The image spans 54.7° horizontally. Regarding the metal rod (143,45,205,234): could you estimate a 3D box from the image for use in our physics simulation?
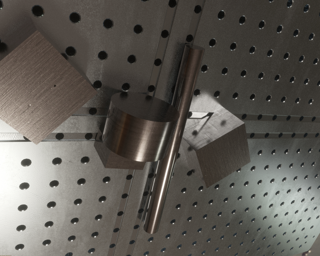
[{"bbox_3d":[0.014,0.033,0.440,0.025,0.025,0.298,-2,120,-28],"label":"metal rod"}]

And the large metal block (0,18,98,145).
[{"bbox_3d":[-0.123,-0.044,0.301,0.080,0.050,0.080,-41,130,-1],"label":"large metal block"}]

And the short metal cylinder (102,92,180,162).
[{"bbox_3d":[-0.023,-0.003,0.362,0.081,0.080,0.050,3,117,-30],"label":"short metal cylinder"}]

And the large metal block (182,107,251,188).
[{"bbox_3d":[0.082,0.029,0.460,0.080,0.050,0.080,-29,129,-11],"label":"large metal block"}]

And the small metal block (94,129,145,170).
[{"bbox_3d":[-0.049,0.027,0.386,0.050,0.050,0.025,8,114,-32],"label":"small metal block"}]
